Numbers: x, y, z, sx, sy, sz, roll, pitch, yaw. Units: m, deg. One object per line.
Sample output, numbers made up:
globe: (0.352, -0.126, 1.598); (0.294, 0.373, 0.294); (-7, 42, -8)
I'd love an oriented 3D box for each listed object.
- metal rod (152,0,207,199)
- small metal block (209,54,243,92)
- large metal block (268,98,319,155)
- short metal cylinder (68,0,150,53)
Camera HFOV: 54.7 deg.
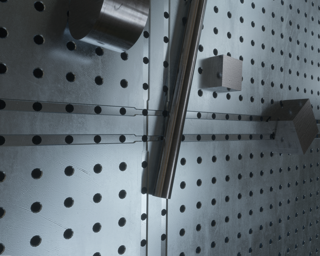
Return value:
metal rod: (0.030, -0.052, 0.436); (0.025, 0.025, 0.299); (19, 78, -39)
small metal block: (0.108, -0.087, 0.502); (0.050, 0.025, 0.050); (5, 87, -40)
large metal block: (0.270, -0.003, 0.623); (0.080, 0.050, 0.080); (-42, 116, -32)
short metal cylinder: (-0.056, -0.126, 0.328); (0.050, 0.080, 0.080); (8, 85, -40)
